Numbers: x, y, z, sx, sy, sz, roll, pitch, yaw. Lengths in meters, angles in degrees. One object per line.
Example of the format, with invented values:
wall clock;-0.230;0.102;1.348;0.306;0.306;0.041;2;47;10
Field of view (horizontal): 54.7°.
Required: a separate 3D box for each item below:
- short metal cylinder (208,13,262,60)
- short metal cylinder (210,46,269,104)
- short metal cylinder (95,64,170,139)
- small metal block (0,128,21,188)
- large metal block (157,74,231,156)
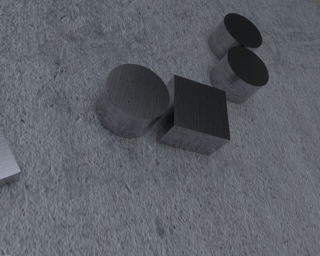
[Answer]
short metal cylinder;0.135;-0.158;0.557;0.081;0.050;0.080;14;56;-21
short metal cylinder;0.130;-0.087;0.511;0.081;0.050;0.080;14;56;-21
short metal cylinder;-0.035;-0.033;0.389;0.081;0.050;0.080;14;56;-21
small metal block;-0.168;0.034;0.292;0.050;0.025;0.050;-22;73;-36
large metal block;0.044;-0.016;0.421;0.081;0.050;0.080;15;56;-20
